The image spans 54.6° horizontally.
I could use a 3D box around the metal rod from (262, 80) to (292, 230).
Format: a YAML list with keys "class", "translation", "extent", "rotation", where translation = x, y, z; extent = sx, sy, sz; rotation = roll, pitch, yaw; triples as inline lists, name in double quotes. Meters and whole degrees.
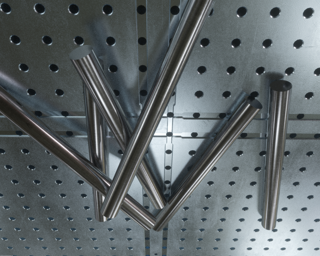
- class: "metal rod"
  translation: [0.170, 0.062, 0.464]
  extent: [0.025, 0.025, 0.299]
  rotation: [-8, 130, 6]

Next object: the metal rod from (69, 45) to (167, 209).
- class: "metal rod"
  translation: [-0.040, 0.024, 0.413]
  extent: [0.025, 0.025, 0.299]
  rotation: [-12, 135, 10]

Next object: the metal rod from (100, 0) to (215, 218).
- class: "metal rod"
  translation: [-0.014, -0.007, 0.367]
  extent: [0.025, 0.025, 0.298]
  rotation: [18, 116, -15]

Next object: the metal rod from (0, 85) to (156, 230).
- class: "metal rod"
  translation: [-0.113, 0.048, 0.422]
  extent: [0.025, 0.025, 0.300]
  rotation: [-34, 114, 25]

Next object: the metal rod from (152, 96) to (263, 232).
- class: "metal rod"
  translation: [0.055, 0.072, 0.472]
  extent: [0.025, 0.025, 0.298]
  rotation: [19, 128, -15]

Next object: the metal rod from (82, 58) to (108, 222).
- class: "metal rod"
  translation: [-0.088, 0.040, 0.444]
  extent: [0.025, 0.025, 0.298]
  rotation: [4, 130, -3]
